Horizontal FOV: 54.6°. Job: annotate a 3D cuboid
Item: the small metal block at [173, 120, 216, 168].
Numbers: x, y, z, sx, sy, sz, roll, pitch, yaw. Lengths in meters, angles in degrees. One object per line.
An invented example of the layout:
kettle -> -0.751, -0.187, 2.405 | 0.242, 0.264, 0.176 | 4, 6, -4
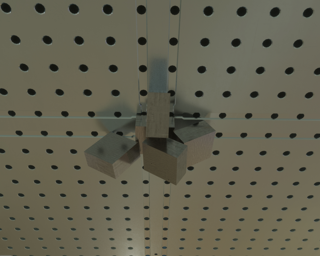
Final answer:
small metal block -> 0.044, 0.023, 0.417 | 0.050, 0.025, 0.050 | -19, 135, -25

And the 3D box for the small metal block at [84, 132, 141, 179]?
small metal block -> -0.062, 0.035, 0.411 | 0.050, 0.050, 0.025 | 18, 131, 31

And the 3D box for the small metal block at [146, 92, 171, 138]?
small metal block -> -0.003, -0.016, 0.368 | 0.025, 0.050, 0.050 | 3, 94, -1

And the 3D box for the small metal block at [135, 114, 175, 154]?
small metal block -> -0.007, 0.009, 0.420 | 0.050, 0.025, 0.050 | 2, 130, -2

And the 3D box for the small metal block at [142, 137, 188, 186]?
small metal block -> 0.006, 0.039, 0.396 | 0.050, 0.025, 0.050 | 22, 135, 25
